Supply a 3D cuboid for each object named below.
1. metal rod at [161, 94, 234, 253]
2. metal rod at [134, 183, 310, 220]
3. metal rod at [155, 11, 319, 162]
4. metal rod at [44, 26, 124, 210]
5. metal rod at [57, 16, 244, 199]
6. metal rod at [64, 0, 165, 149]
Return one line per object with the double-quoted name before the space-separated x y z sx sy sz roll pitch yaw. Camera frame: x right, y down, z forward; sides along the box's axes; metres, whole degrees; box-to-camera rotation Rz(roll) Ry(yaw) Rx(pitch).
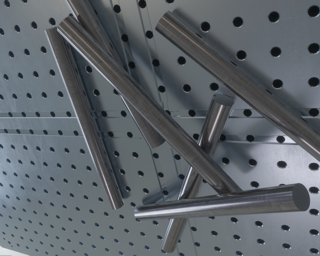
"metal rod" 0.043 0.085 0.441 0.025 0.025 0.298 24 127 13
"metal rod" 0.047 0.102 0.398 0.025 0.025 0.299 52 144 -9
"metal rod" 0.119 -0.022 0.334 0.300 0.025 0.025 39 129 1
"metal rod" -0.106 0.000 0.468 0.025 0.025 0.298 1 119 28
"metal rod" -0.005 -0.015 0.371 0.300 0.025 0.025 45 129 -4
"metal rod" -0.073 -0.104 0.385 0.025 0.025 0.299 -18 109 35
